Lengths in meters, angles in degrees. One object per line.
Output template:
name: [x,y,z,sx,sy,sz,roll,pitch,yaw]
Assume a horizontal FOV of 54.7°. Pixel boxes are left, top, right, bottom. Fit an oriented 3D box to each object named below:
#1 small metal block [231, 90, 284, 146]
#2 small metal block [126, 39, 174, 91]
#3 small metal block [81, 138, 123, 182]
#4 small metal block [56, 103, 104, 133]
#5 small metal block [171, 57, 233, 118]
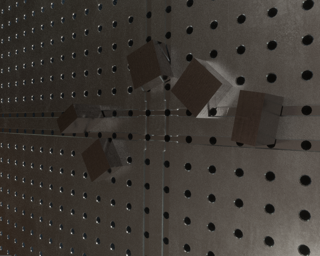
small metal block: [0.099,-0.010,0.311,0.025,0.050,0.050,14,99,39]
small metal block: [-0.014,-0.083,0.419,0.050,0.025,0.050,-23,76,37]
small metal block: [-0.091,0.049,0.482,0.050,0.025,0.050,-39,67,33]
small metal block: [-0.128,-0.014,0.495,0.050,0.050,0.025,-35,69,34]
small metal block: [0.048,-0.047,0.368,0.050,0.025,0.050,50,119,27]
